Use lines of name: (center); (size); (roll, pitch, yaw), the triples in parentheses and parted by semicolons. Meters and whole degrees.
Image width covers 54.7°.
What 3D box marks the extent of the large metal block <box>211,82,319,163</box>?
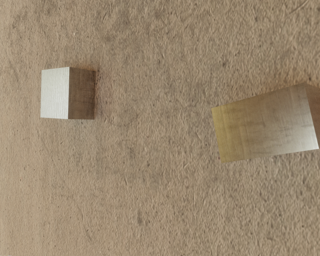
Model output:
large metal block: (0.106, -0.002, 0.281); (0.080, 0.081, 0.050); (-15, 81, 39)

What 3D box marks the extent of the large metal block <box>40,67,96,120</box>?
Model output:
large metal block: (-0.154, -0.056, 0.516); (0.080, 0.050, 0.079); (4, 93, 40)
